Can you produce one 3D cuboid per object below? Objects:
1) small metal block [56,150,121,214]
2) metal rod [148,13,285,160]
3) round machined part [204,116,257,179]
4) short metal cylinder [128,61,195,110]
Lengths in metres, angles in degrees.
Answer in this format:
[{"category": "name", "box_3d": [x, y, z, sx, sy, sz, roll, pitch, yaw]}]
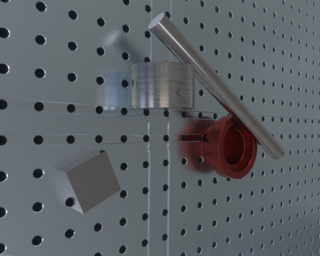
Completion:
[{"category": "small metal block", "box_3d": [-0.078, 0.058, 0.344, 0.050, 0.025, 0.050, -29, 109, -36]}, {"category": "metal rod", "box_3d": [0.095, -0.042, 0.437, 0.301, 0.025, 0.025, 40, 66, -30]}, {"category": "round machined part", "box_3d": [0.108, 0.029, 0.489, 0.099, 0.042, 0.097, 0, 90, -40]}, {"category": "short metal cylinder", "box_3d": [0.002, -0.048, 0.375, 0.081, 0.080, 0.050, -1, 91, -40]}]
